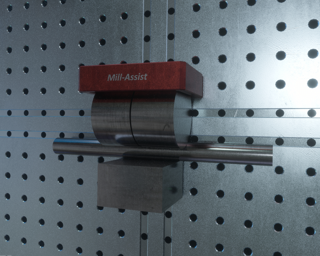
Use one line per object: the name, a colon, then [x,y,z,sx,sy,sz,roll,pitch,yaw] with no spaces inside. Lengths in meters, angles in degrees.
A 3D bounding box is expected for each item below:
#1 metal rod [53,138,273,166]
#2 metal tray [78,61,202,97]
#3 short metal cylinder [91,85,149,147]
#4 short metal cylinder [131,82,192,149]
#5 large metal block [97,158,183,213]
metal rod: [-0.010,0.029,0.412,0.301,0.025,0.025,1,91,19]
metal tray: [-0.021,-0.056,0.381,0.130,0.090,0.030,1,91,20]
short metal cylinder: [-0.044,-0.016,0.396,0.050,0.080,0.079,1,90,20]
short metal cylinder: [0.005,-0.016,0.379,0.050,0.080,0.079,2,91,20]
large metal block: [-0.022,0.067,0.386,0.080,0.080,0.050,1,91,20]
